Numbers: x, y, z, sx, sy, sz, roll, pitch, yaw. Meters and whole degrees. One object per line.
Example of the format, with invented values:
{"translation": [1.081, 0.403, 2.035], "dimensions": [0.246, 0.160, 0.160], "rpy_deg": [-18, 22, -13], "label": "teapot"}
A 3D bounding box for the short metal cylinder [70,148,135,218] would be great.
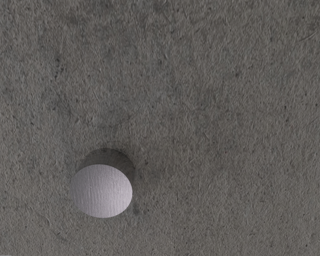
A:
{"translation": [-0.076, 0.074, 0.423], "dimensions": [0.080, 0.050, 0.079], "rpy_deg": [0, 110, 0], "label": "short metal cylinder"}
